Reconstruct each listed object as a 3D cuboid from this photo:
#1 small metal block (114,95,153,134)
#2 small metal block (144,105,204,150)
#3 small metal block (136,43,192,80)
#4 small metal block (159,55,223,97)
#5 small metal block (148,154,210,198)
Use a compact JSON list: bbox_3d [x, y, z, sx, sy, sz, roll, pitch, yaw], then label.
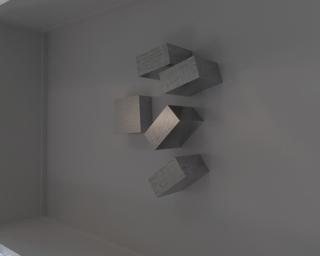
[{"bbox_3d":[-0.038,-0.018,0.438,0.050,0.025,0.050,-5,87,40],"label":"small metal block"},{"bbox_3d":[0.017,0.000,0.376,0.050,0.050,0.025,-51,60,28],"label":"small metal block"},{"bbox_3d":[0.007,-0.080,0.385,0.050,0.050,0.025,-14,81,39],"label":"small metal block"},{"bbox_3d":[0.036,-0.058,0.361,0.050,0.050,0.025,-20,77,38],"label":"small metal block"},{"bbox_3d":[0.023,0.057,0.372,0.050,0.050,0.025,-43,64,32],"label":"small metal block"}]
